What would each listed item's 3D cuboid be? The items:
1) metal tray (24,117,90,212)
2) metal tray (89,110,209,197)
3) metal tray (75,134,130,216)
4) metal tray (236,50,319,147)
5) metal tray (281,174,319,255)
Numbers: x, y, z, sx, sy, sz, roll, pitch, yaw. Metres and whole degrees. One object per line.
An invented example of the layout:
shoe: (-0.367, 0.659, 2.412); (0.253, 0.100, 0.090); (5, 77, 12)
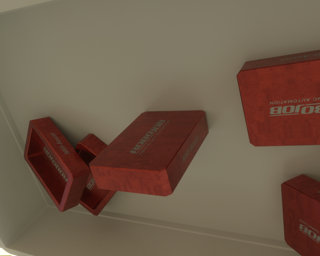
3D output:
metal tray: (-0.168, 0.056, 0.492); (0.130, 0.030, 0.089); (45, 129, 25)
metal tray: (-0.007, 0.022, 0.356); (0.090, 0.131, 0.030); (0, 119, 28)
metal tray: (-0.110, 0.080, 0.510); (0.090, 0.030, 0.129); (38, 129, 2)
metal tray: (0.151, -0.028, 0.308); (0.130, 0.030, 0.089); (-4, 117, 29)
metal tray: (0.186, 0.114, 0.321); (0.130, 0.030, 0.089); (-148, 43, -64)
